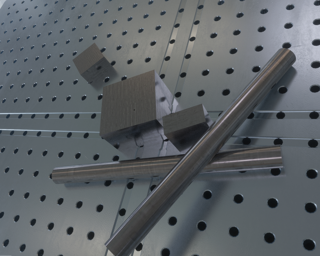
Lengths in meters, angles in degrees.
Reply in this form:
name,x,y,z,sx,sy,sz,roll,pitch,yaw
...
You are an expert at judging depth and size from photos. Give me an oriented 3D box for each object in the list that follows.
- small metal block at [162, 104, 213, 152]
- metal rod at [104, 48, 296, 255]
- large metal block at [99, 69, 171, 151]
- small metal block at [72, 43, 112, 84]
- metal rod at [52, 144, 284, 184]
name,x,y,z,sx,sy,sz,roll,pitch,yaw
small metal block,0.037,0.001,0.372,0.050,0.050,0.025,-18,55,18
metal rod,0.056,0.015,0.338,0.025,0.025,0.301,31,69,37
large metal block,-0.032,-0.023,0.423,0.080,0.050,0.080,-15,56,19
small metal block,-0.119,-0.114,0.540,0.050,0.025,0.050,-37,51,3
metal rod,-0.009,0.049,0.383,0.301,0.025,0.025,-8,58,23
